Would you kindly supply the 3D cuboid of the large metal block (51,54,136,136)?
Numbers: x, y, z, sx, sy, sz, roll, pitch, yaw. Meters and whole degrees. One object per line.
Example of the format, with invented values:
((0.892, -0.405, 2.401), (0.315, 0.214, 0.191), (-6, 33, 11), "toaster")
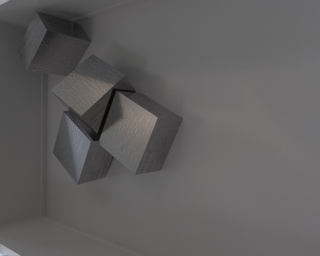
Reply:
((-0.092, -0.048, 0.442), (0.080, 0.050, 0.080), (35, 74, 34), "large metal block")

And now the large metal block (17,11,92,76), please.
((-0.176, -0.137, 0.517), (0.080, 0.081, 0.050), (-49, 61, 29), "large metal block")

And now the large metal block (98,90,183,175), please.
((-0.028, 0.004, 0.414), (0.080, 0.050, 0.079), (34, 111, 34), "large metal block")

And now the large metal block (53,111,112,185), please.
((-0.117, 0.027, 0.482), (0.080, 0.050, 0.079), (41, 122, 32), "large metal block")
